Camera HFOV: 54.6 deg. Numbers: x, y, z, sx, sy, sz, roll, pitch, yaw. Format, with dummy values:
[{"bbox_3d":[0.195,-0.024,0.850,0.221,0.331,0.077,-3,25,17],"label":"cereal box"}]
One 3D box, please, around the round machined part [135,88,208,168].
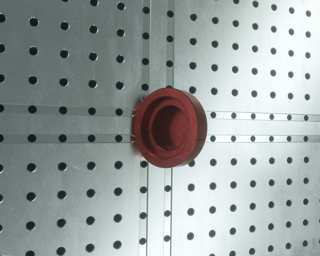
[{"bbox_3d":[0.018,0.001,0.390,0.042,0.098,0.097,4,88,-51],"label":"round machined part"}]
